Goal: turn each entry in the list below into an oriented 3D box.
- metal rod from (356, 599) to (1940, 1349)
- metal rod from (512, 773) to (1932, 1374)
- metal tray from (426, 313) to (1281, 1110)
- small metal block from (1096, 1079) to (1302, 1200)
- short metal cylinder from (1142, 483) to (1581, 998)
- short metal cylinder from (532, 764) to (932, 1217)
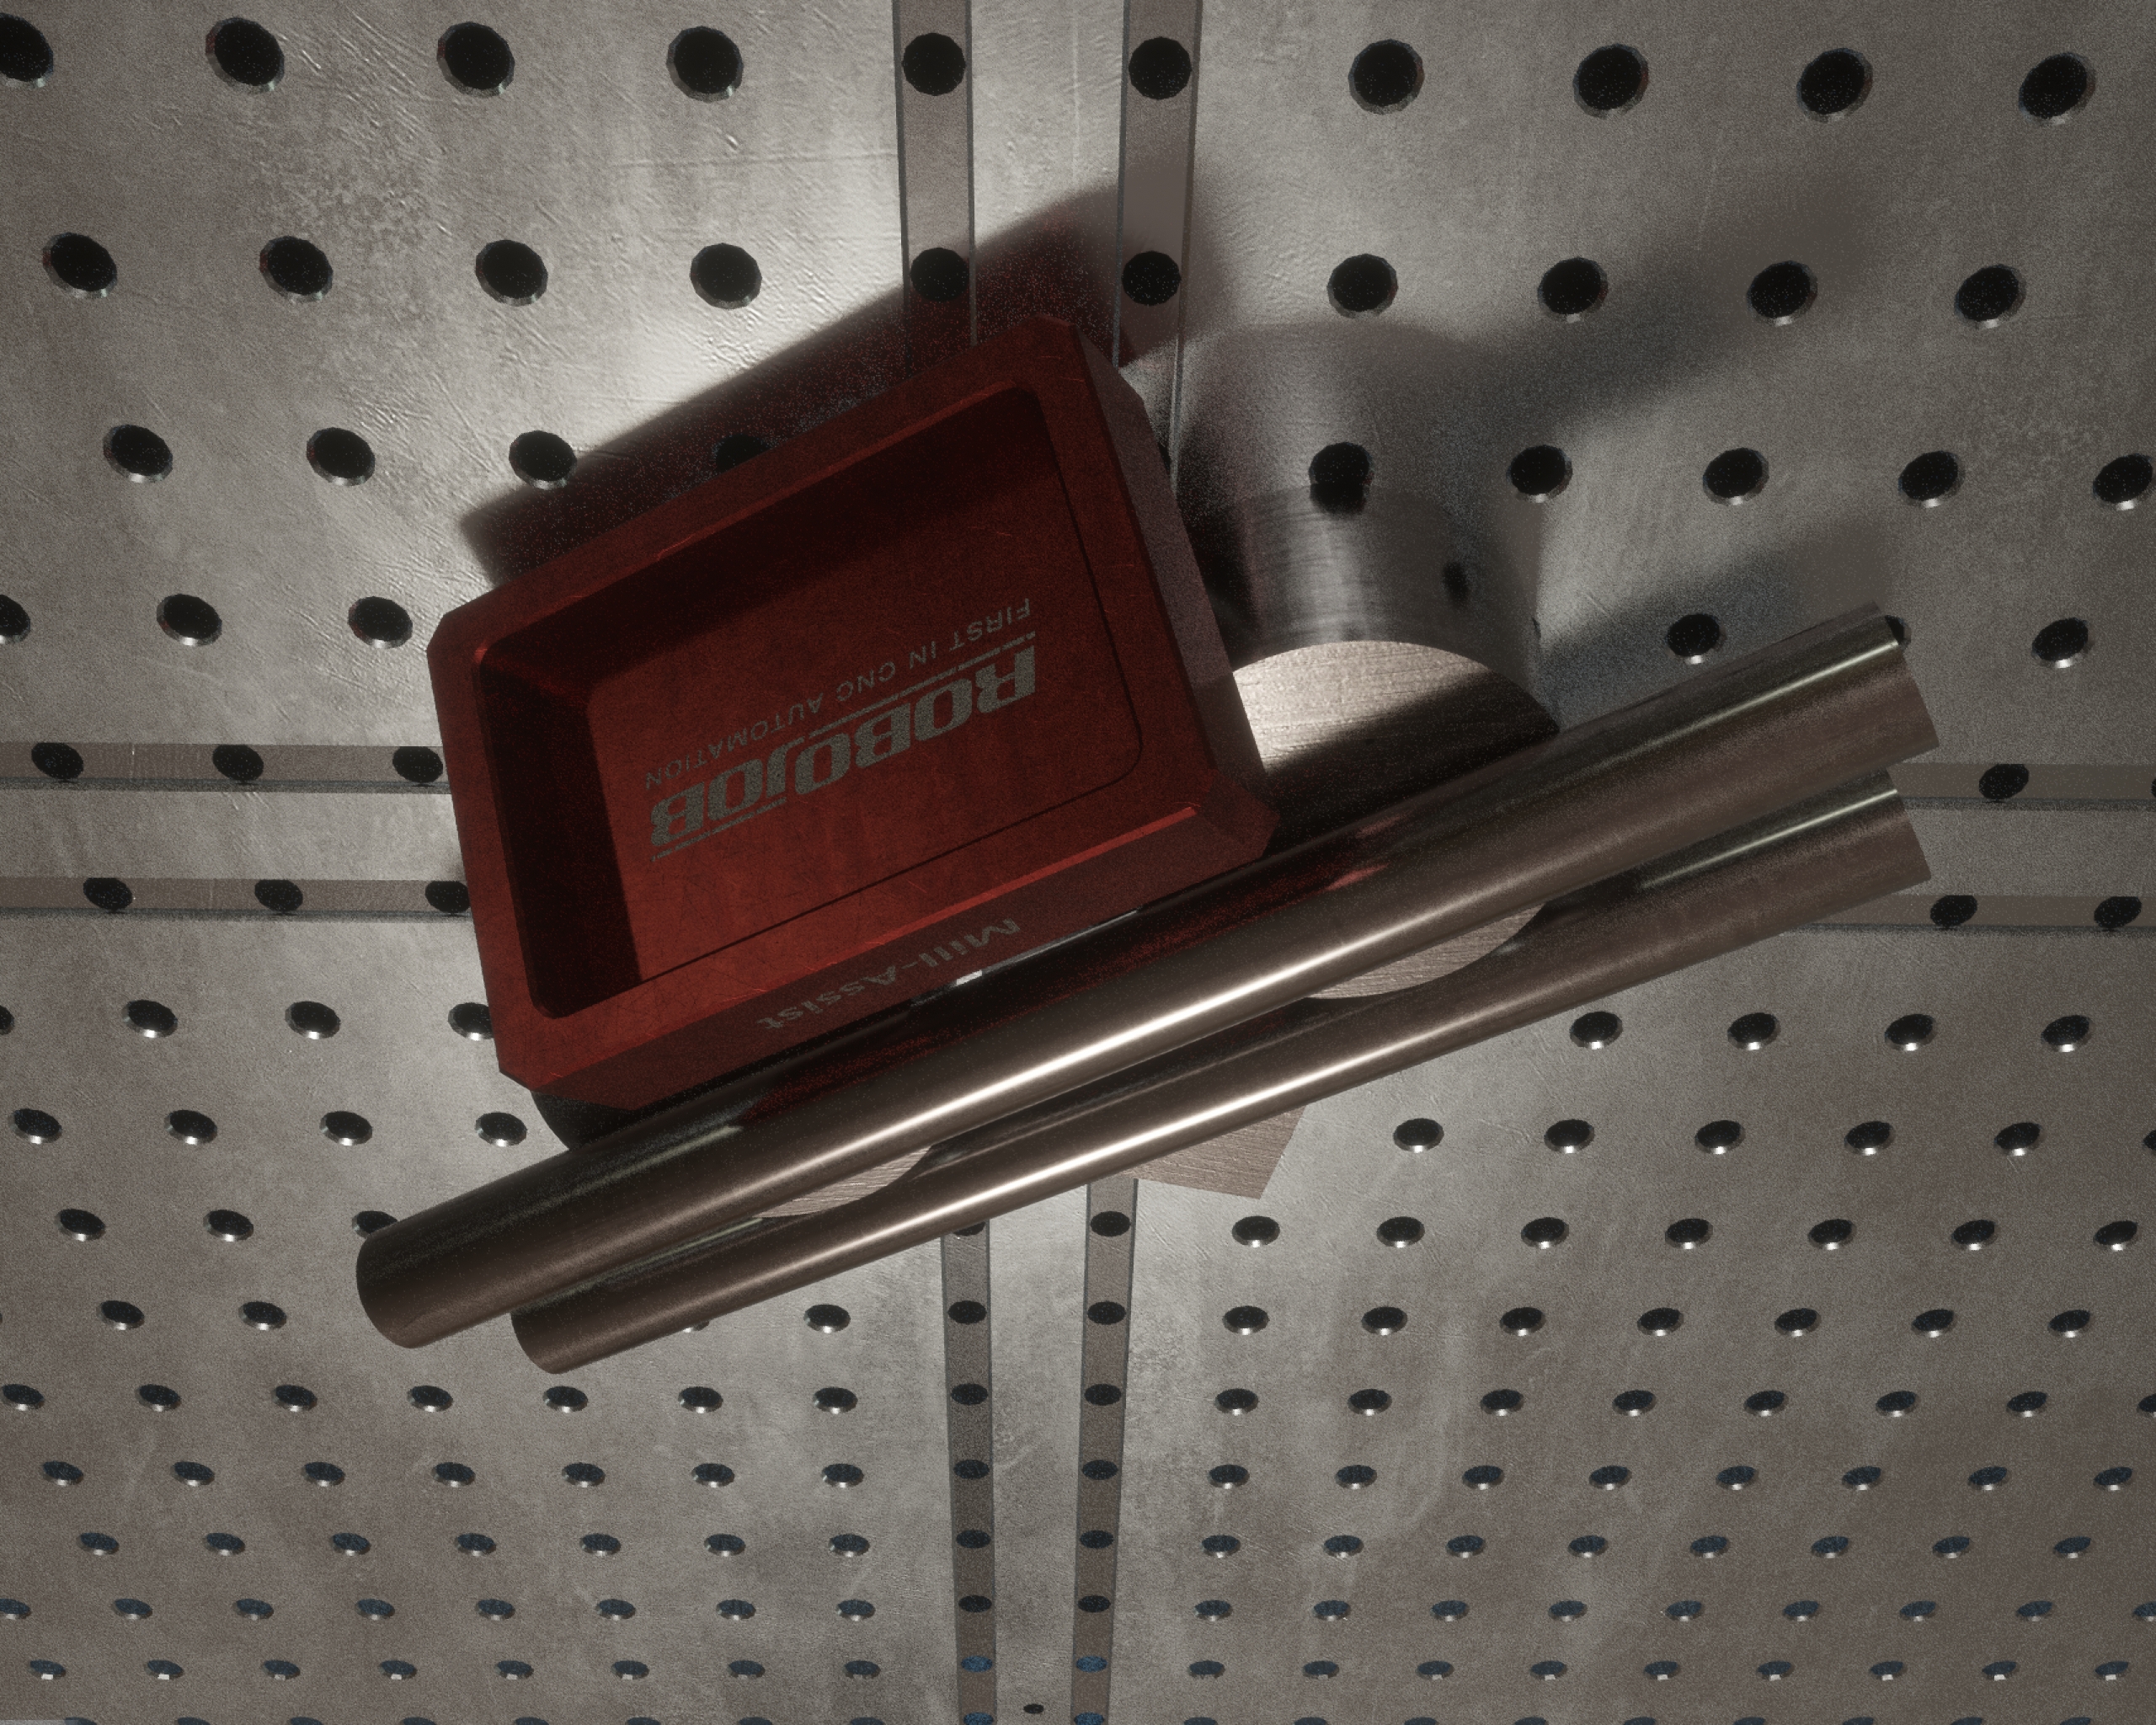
[{"bbox_3d":[-0.003,0.028,0.368,0.300,0.025,0.025,-23,127,18],"label":"metal rod"},{"bbox_3d":[0.015,0.046,0.417,0.300,0.025,0.025,-22,127,17],"label":"metal rod"},{"bbox_3d":[-0.042,-0.022,0.347,0.130,0.090,0.030,-23,159,17],"label":"metal tray"},{"bbox_3d":[0.022,0.043,0.447,0.050,0.025,0.050,11,129,-10],"label":"small metal block"},{"bbox_3d":[0.046,-0.021,0.378,0.081,0.050,0.079,0,130,0],"label":"short metal cylinder"},{"bbox_3d":[-0.065,0.026,0.416,0.081,0.050,0.079,0,130,0],"label":"short metal cylinder"}]
